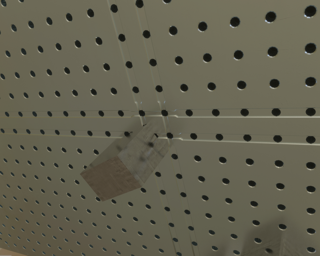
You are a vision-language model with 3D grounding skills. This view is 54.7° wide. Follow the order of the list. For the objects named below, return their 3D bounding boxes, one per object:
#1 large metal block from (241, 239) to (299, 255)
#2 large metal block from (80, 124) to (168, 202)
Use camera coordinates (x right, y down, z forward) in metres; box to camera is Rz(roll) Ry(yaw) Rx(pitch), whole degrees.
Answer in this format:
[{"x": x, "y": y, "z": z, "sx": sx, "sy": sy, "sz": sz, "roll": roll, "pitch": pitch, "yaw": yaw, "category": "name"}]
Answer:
[{"x": 0.167, "y": 0.216, "z": 0.441, "sx": 0.080, "sy": 0.050, "sz": 0.080, "roll": 43, "pitch": 129, "yaw": -2, "category": "large metal block"}, {"x": -0.049, "y": 0.048, "z": 0.429, "sx": 0.080, "sy": 0.080, "sz": 0.050, "roll": -27, "pitch": 104, "yaw": 37, "category": "large metal block"}]
